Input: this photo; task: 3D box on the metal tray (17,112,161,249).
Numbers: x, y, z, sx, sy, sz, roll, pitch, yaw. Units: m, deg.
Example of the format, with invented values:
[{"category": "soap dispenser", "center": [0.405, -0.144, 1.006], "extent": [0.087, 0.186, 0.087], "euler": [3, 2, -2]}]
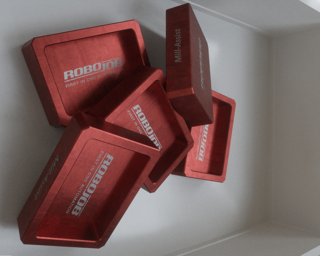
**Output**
[{"category": "metal tray", "center": [-0.069, 0.058, 0.307], "extent": [0.091, 0.030, 0.129], "euler": [22, 105, -38]}]

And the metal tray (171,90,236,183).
[{"category": "metal tray", "center": [0.066, 0.011, 0.459], "extent": [0.091, 0.030, 0.129], "euler": [16, 80, -39]}]

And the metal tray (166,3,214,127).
[{"category": "metal tray", "center": [0.038, -0.077, 0.390], "extent": [0.090, 0.030, 0.130], "euler": [44, 41, -56]}]

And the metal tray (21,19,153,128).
[{"category": "metal tray", "center": [-0.070, -0.063, 0.343], "extent": [0.131, 0.030, 0.089], "euler": [-26, 107, -37]}]

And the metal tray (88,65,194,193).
[{"category": "metal tray", "center": [-0.015, 0.004, 0.363], "extent": [0.090, 0.030, 0.130], "euler": [-47, 133, -22]}]
